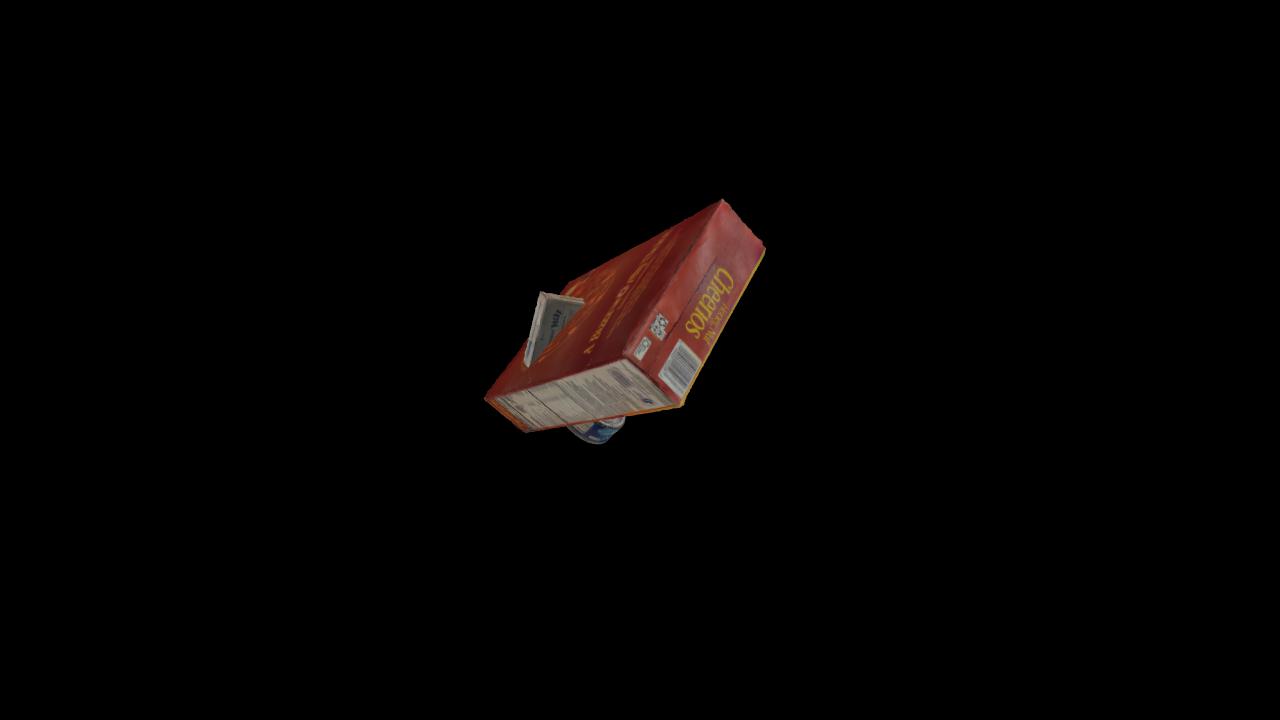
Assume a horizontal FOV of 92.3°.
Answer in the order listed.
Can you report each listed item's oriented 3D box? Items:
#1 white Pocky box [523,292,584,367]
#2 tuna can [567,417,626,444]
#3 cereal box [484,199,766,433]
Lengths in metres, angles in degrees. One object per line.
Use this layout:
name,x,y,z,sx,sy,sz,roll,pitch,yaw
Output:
white Pocky box,-0.047,-0.023,0.687,0.154,0.084,0.028,6,18,-31
tuna can,-0.058,0.058,0.738,0.034,0.084,0.084,-44,-22,25
cereal box,-0.030,-0.031,0.657,0.081,0.203,0.306,43,-31,-20
